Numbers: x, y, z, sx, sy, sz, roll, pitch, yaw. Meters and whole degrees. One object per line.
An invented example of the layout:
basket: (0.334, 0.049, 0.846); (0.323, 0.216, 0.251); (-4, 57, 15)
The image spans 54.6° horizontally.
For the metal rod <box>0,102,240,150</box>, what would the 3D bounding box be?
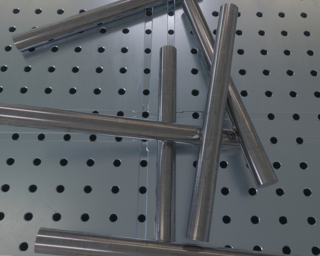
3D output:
metal rod: (-0.033, 0.000, 0.370); (0.302, 0.025, 0.025); (6, 70, -14)

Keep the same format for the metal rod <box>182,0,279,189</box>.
metal rod: (0.084, -0.065, 0.417); (0.025, 0.025, 0.299); (-14, 64, -5)

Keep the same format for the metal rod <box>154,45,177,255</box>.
metal rod: (0.008, 0.027, 0.401); (0.025, 0.025, 0.299); (1, 70, 0)

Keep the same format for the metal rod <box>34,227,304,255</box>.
metal rod: (0.023, 0.138, 0.336); (0.302, 0.025, 0.025); (9, 70, -7)

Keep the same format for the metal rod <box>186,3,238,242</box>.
metal rod: (0.067, -0.020, 0.376); (0.025, 0.025, 0.299); (10, 73, 3)

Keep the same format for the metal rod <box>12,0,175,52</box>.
metal rod: (-0.072, -0.179, 0.476); (0.302, 0.025, 0.025); (-22, 72, -8)
